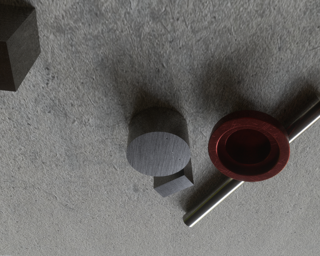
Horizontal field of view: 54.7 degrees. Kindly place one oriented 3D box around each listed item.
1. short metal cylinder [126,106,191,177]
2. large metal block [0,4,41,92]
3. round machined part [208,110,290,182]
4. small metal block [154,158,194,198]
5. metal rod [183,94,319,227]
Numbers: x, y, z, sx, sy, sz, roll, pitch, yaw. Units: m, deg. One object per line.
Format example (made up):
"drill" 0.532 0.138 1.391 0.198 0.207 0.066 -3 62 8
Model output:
"short metal cylinder" -0.002 0.018 0.407 0.081 0.050 0.079 0 130 0
"large metal block" -0.171 -0.082 0.299 0.081 0.080 0.050 6 130 -5
"round machined part" 0.115 0.019 0.402 0.098 0.042 0.097 8 123 13
"small metal block" 0.019 0.065 0.447 0.050 0.050 0.025 -28 125 21
"metal rod" 0.127 0.065 0.464 0.025 0.025 0.298 24 126 -20
